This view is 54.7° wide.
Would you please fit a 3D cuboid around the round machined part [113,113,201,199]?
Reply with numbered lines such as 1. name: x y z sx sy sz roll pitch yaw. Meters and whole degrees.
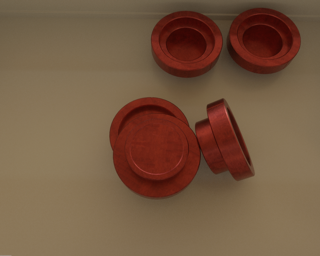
1. round machined part: -0.003 0.028 0.346 0.099 0.042 0.098 0 70 0

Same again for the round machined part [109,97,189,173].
1. round machined part: -0.012 0.013 0.396 0.099 0.042 0.098 0 70 0

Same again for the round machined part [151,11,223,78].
1. round machined part: 0.037 -0.114 0.443 0.099 0.042 0.098 0 70 -1

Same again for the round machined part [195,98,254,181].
1. round machined part: 0.075 0.017 0.371 0.042 0.098 0.098 -22 70 17

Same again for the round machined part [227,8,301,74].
1. round machined part: 0.145 -0.120 0.446 0.099 0.042 0.098 0 70 -1
